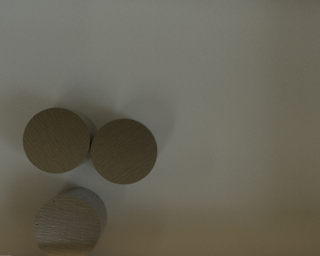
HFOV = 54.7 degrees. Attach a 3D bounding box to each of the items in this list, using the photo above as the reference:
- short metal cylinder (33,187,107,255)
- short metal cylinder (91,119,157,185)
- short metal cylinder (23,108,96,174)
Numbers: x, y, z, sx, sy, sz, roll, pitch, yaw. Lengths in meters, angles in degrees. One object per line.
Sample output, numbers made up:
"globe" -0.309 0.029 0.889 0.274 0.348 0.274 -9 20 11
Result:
"short metal cylinder" -0.112 0.121 0.398 0.081 0.050 0.079 0 90 -1
"short metal cylinder" -0.044 0.028 0.398 0.081 0.050 0.079 0 90 -1
"short metal cylinder" -0.125 0.015 0.397 0.081 0.050 0.079 0 90 -1
